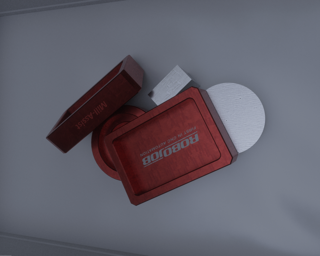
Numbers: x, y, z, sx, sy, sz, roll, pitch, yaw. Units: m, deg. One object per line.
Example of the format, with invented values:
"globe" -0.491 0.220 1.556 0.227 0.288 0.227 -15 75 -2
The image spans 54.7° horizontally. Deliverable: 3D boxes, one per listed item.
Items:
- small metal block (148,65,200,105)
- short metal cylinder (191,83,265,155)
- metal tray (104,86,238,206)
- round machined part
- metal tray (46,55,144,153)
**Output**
"small metal block" 0.019 -0.048 0.388 0.050 0.050 0.025 -44 77 13
"short metal cylinder" 0.082 -0.010 0.366 0.080 0.050 0.079 0 90 19
"metal tray" 0.009 0.022 0.352 0.130 0.030 0.090 -28 80 22
"round machined part" -0.038 0.019 0.413 0.098 0.042 0.097 0 90 19
"metal tray" -0.080 -0.033 0.400 0.130 0.090 0.030 -38 110 15
